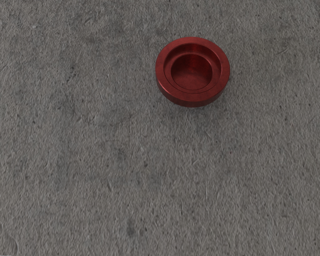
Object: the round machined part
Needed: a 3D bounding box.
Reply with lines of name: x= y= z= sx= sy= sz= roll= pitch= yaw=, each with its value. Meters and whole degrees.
round machined part: x=0.043 y=-0.072 z=0.426 sx=0.099 sy=0.042 sz=0.098 roll=0 pitch=70 yaw=0
